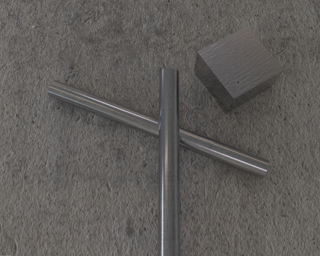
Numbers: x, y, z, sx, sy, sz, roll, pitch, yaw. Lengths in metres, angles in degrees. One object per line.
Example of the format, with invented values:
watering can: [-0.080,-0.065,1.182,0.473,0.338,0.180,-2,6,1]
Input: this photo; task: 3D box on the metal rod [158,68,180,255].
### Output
metal rod: [0.011,0.074,0.363,0.025,0.025,0.299,0,77,0]

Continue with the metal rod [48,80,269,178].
metal rod: [-0.007,-0.001,0.408,0.301,0.025,0.025,21,71,7]

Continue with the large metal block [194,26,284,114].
large metal block: [0.104,-0.079,0.425,0.080,0.050,0.080,-30,73,-11]
